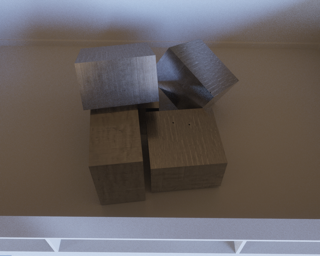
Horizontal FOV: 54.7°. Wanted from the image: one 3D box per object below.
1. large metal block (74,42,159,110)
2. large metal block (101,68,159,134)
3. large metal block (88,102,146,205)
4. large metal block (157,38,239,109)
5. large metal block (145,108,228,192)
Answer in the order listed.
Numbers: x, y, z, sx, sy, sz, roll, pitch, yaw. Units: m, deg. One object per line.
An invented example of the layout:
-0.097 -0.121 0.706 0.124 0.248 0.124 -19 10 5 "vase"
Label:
-0.048 -0.062 0.354 0.081 0.050 0.080 -7 25 -6 "large metal block"
-0.042 -0.038 0.419 0.081 0.050 0.080 -1 50 -1 "large metal block"
-0.046 0.028 0.343 0.050 0.080 0.080 -5 50 -5 "large metal block"
0.046 -0.067 0.410 0.080 0.050 0.081 50 41 7 "large metal block"
0.026 0.024 0.364 0.081 0.050 0.080 -4 50 -4 "large metal block"
